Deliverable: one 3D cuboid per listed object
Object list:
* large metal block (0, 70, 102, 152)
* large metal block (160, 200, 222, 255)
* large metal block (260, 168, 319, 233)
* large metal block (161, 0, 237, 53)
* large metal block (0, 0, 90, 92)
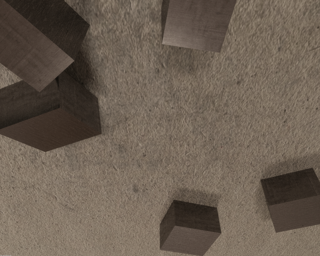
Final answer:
[{"bbox_3d":[-0.125,-0.017,0.355,0.080,0.050,0.080,-18,155,14],"label":"large metal block"},{"bbox_3d":[0.050,0.176,0.542,0.081,0.050,0.079,13,129,-12],"label":"large metal block"},{"bbox_3d":[0.213,0.117,0.494,0.080,0.050,0.080,-16,129,13],"label":"large metal block"},{"bbox_3d":[0.033,-0.123,0.267,0.050,0.080,0.079,7,130,-6],"label":"large metal block"},{"bbox_3d":[-0.120,-0.094,0.289,0.050,0.080,0.080,-34,123,24],"label":"large metal block"}]
